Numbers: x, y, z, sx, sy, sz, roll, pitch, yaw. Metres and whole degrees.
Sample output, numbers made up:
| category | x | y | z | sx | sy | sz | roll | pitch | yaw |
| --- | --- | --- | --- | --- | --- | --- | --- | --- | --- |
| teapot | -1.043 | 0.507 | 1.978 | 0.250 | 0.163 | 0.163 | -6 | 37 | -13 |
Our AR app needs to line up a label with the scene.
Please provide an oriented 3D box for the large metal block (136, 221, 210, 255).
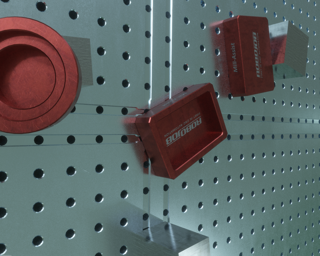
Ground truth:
| category | x | y | z | sx | sy | sz | roll | pitch | yaw |
| --- | --- | --- | --- | --- | --- | --- | --- | --- | --- |
| large metal block | 0.017 | 0.173 | 0.388 | 0.050 | 0.080 | 0.079 | -9 | 96 | -40 |

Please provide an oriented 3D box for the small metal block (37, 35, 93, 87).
| category | x | y | z | sx | sy | sz | roll | pitch | yaw |
| --- | --- | --- | --- | --- | --- | --- | --- | --- | --- |
| small metal block | -0.100 | -0.069 | 0.325 | 0.050 | 0.025 | 0.050 | -6 | 94 | -40 |

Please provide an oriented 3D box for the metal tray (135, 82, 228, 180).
| category | x | y | z | sx | sy | sz | roll | pitch | yaw |
| --- | --- | --- | --- | --- | --- | --- | --- | --- | --- |
| metal tray | 0.036 | 0.001 | 0.435 | 0.131 | 0.030 | 0.090 | -32 | 110 | -35 |

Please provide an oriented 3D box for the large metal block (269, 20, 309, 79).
| category | x | y | z | sx | sy | sz | roll | pitch | yaw |
| --- | --- | --- | --- | --- | --- | --- | --- | --- | --- |
| large metal block | 0.237 | -0.146 | 0.591 | 0.081 | 0.050 | 0.080 | 14 | 81 | -39 |

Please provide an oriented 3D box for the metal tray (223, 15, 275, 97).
| category | x | y | z | sx | sy | sz | roll | pitch | yaw |
| --- | --- | --- | --- | --- | --- | --- | --- | --- | --- |
| metal tray | 0.156 | -0.124 | 0.536 | 0.091 | 0.030 | 0.129 | -14 | 99 | -39 |

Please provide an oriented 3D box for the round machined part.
| category | x | y | z | sx | sy | sz | roll | pitch | yaw |
| --- | --- | --- | --- | --- | --- | --- | --- | --- | --- |
| round machined part | -0.120 | -0.044 | 0.278 | 0.099 | 0.042 | 0.097 | 0 | 93 | -7 |
